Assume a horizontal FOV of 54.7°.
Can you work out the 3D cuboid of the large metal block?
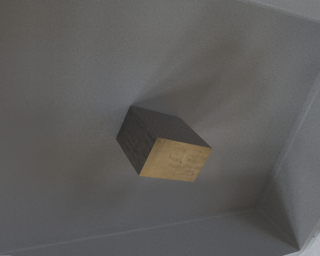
[{"bbox_3d":[0.003,0.019,0.385,0.081,0.080,0.050,13,112,-34],"label":"large metal block"}]
